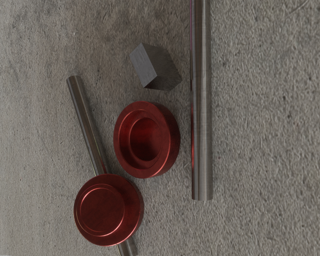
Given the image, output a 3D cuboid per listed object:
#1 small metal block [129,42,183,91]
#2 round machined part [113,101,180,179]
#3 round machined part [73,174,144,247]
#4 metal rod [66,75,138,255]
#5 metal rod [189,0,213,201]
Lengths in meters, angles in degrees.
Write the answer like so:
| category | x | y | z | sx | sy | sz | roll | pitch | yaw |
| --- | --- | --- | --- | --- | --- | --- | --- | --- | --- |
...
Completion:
| category | x | y | z | sx | sy | sz | roll | pitch | yaw |
| --- | --- | --- | --- | --- | --- | --- | --- | --- | --- |
| small metal block | -0.005 | -0.076 | 0.393 | 0.025 | 0.050 | 0.050 | -37 | 68 | 34 |
| round machined part | -0.012 | 0.014 | 0.404 | 0.098 | 0.042 | 0.097 | 0 | 90 | 40 |
| round machined part | -0.075 | 0.112 | 0.428 | 0.098 | 0.042 | 0.098 | -3 | 76 | 12 |
| metal rod | -0.095 | 0.051 | 0.483 | 0.025 | 0.025 | 0.299 | -33 | 70 | 35 |
| metal rod | 0.048 | -0.066 | 0.365 | 0.025 | 0.025 | 0.298 | -1 | 89 | 40 |
